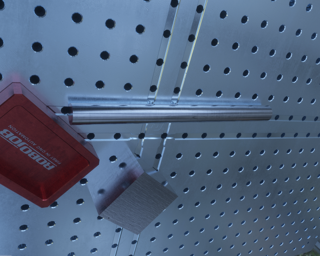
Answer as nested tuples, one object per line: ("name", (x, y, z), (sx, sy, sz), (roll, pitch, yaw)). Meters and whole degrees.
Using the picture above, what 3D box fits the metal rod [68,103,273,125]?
("metal rod", (0.034, -0.020, 0.417), (0.303, 0.025, 0.025), (-2, 119, -28))

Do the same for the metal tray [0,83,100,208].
("metal tray", (-0.143, 0.025, 0.345), (0.090, 0.030, 0.130), (-40, 130, -1))

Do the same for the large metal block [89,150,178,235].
("large metal block", (-0.036, 0.091, 0.432), (0.080, 0.050, 0.080), (-44, 129, 3))
